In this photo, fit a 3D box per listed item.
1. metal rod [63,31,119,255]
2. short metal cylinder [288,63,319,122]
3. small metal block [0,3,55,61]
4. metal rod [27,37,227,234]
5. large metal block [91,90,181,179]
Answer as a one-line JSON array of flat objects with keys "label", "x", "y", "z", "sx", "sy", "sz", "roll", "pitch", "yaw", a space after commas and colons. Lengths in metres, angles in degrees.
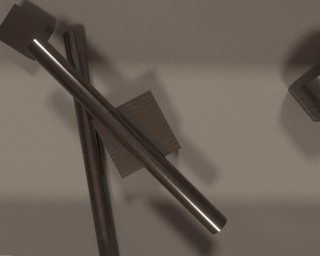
[{"label": "metal rod", "x": -0.091, "y": 0.023, "z": 0.410, "sx": 0.025, "sy": 0.025, "sz": 0.298, "roll": -9, "pitch": 90, "yaw": 0}, {"label": "short metal cylinder", "x": 0.211, "y": -0.052, "z": 0.387, "sx": 0.080, "sy": 0.080, "sz": 0.050, "roll": -39, "pitch": 90, "yaw": 0}, {"label": "small metal block", "x": -0.178, "y": -0.125, "z": 0.409, "sx": 0.050, "sy": 0.025, "sz": 0.050, "roll": 33, "pitch": 90, "yaw": -1}, {"label": "metal rod", "x": -0.037, "y": 0.009, "z": 0.360, "sx": 0.300, "sy": 0.025, "sz": 0.025, "roll": 45, "pitch": 90, "yaw": -1}, {"label": "large metal block", "x": -0.029, "y": 0.008, "z": 0.399, "sx": 0.080, "sy": 0.050, "sz": 0.080, "roll": -28, "pitch": 90, "yaw": 0}]
